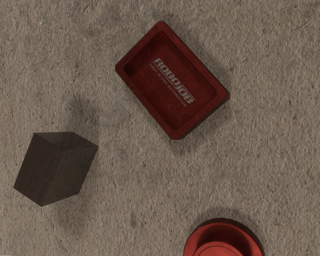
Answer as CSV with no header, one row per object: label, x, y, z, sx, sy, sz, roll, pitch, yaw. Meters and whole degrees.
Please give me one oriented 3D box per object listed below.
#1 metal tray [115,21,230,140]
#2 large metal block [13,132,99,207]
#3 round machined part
metal tray,0.014,-0.060,0.400,0.090,0.030,0.130,-42,77,14
large metal block,-0.140,0.052,0.428,0.050,0.080,0.080,26,99,18
round machined part,0.075,0.163,0.373,0.098,0.042,0.097,0,90,19
